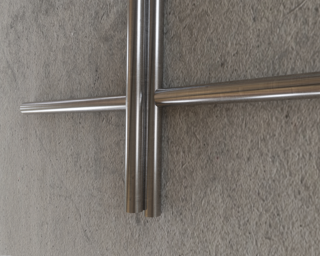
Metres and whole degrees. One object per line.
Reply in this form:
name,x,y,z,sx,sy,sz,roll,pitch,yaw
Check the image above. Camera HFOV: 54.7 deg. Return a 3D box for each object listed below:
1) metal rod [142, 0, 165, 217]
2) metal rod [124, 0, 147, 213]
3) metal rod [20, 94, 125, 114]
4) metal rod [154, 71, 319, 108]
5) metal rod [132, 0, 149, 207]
metal rod,-0.009,-0.033,0.413,0.025,0.025,0.298,2,91,39
metal rod,-0.032,-0.041,0.405,0.025,0.025,0.298,2,91,39
metal rod,-0.154,-0.038,0.530,0.300,0.025,0.025,1,91,39
metal rod,0.117,-0.040,0.309,0.300,0.025,0.025,0,90,39
metal rod,-0.028,-0.039,0.428,0.025,0.025,0.298,2,91,39
